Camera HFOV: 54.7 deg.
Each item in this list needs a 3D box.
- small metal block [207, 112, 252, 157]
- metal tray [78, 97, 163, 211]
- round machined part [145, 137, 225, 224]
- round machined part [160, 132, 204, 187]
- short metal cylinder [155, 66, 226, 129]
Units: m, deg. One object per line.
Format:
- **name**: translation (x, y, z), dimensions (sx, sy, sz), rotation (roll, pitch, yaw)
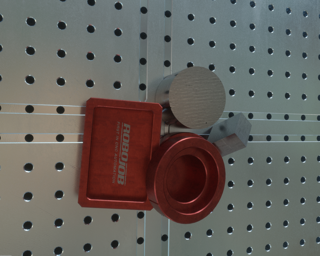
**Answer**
- **small metal block**: translation (0.094, 0.011, 0.425), dimensions (0.025, 0.050, 0.050), rotation (49, 40, -14)
- **metal tray**: translation (-0.048, 0.032, 0.381), dimensions (0.091, 0.030, 0.129), rotation (5, 88, -6)
- **round machined part**: translation (0.026, 0.058, 0.363), dimensions (0.099, 0.042, 0.097), rotation (-1, 93, -31)
- **round machined part**: translation (0.035, 0.054, 0.416), dimensions (0.099, 0.042, 0.097), rotation (0, 90, -21)
- **short metal cylinder**: translation (0.040, -0.038, 0.415), dimensions (0.081, 0.050, 0.079), rotation (0, 90, -21)
